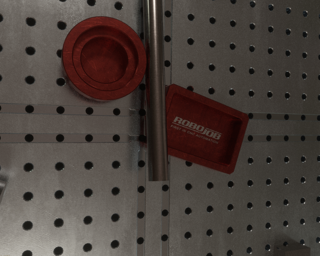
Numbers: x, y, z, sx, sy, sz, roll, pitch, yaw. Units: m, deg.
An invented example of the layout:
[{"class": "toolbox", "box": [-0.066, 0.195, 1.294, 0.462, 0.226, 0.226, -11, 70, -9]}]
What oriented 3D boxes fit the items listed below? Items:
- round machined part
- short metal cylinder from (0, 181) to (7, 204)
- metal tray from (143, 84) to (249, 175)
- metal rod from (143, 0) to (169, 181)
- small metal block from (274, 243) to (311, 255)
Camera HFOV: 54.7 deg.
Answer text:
[{"class": "round machined part", "box": [-0.069, -0.081, 0.379, 0.099, 0.042, 0.097, 0, 90, -20]}, {"class": "short metal cylinder", "box": [-0.195, 0.087, 0.311, 0.050, 0.080, 0.080, 19, 84, -19]}, {"class": "metal tray", "box": [0.053, 0.004, 0.430, 0.131, 0.030, 0.090, 20, 83, -19]}, {"class": "metal rod", "box": [-0.007, -0.085, 0.390, 0.025, 0.025, 0.298, 1, 82, -20]}, {"class": "small metal block", "box": [0.210, 0.214, 0.493, 0.050, 0.025, 0.050, 2, 89, -21]}]
